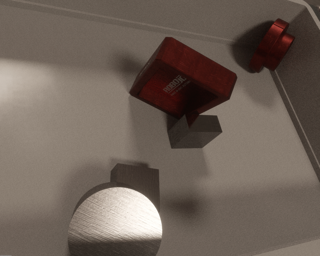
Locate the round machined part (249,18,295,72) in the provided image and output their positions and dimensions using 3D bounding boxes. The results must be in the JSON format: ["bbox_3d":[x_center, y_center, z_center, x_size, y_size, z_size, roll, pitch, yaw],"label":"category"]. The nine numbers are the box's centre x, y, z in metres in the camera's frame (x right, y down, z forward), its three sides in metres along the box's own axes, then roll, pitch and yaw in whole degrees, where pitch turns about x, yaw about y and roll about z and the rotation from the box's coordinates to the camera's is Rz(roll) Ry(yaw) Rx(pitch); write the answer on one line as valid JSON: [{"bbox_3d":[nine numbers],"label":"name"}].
[{"bbox_3d":[0.203,-0.140,0.552,0.042,0.097,0.099,34,49,14],"label":"round machined part"}]

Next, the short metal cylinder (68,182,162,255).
[{"bbox_3d":[-0.043,0.093,0.290,0.081,0.050,0.080,1,85,-13],"label":"short metal cylinder"}]

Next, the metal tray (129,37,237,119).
[{"bbox_3d":[0.021,-0.052,0.382,0.090,0.130,0.030,26,73,-12],"label":"metal tray"}]

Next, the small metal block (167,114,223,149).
[{"bbox_3d":[0.045,0.006,0.413,0.050,0.050,0.025,1,62,-28],"label":"small metal block"}]

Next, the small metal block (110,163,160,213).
[{"bbox_3d":[-0.029,0.071,0.348,0.050,0.025,0.050,12,57,-22],"label":"small metal block"}]
